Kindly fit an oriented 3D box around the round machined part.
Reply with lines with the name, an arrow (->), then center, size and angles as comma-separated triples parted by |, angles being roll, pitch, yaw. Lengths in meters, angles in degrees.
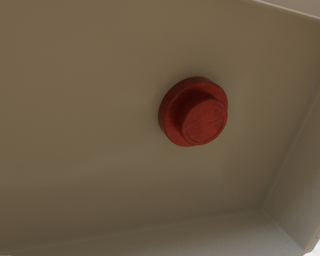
round machined part -> 0.051, -0.015, 0.415 | 0.099, 0.042, 0.097 | -14, 124, -21
